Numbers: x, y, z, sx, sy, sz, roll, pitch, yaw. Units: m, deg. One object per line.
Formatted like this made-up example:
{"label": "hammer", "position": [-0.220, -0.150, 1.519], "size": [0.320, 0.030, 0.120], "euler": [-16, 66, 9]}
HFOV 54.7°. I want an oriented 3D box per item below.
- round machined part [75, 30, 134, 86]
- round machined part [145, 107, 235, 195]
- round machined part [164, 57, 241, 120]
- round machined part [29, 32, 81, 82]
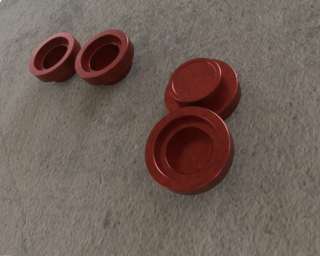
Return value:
{"label": "round machined part", "position": [-0.084, -0.108, 0.502], "size": [0.098, 0.042, 0.098], "euler": [-13, 56, 20]}
{"label": "round machined part", "position": [0.036, 0.028, 0.352], "size": [0.098, 0.042, 0.098], "euler": [-11, 62, 22]}
{"label": "round machined part", "position": [0.050, -0.051, 0.397], "size": [0.098, 0.042, 0.098], "euler": [-13, 56, 20]}
{"label": "round machined part", "position": [-0.183, -0.122, 0.562], "size": [0.098, 0.042, 0.098], "euler": [-13, 56, 20]}
